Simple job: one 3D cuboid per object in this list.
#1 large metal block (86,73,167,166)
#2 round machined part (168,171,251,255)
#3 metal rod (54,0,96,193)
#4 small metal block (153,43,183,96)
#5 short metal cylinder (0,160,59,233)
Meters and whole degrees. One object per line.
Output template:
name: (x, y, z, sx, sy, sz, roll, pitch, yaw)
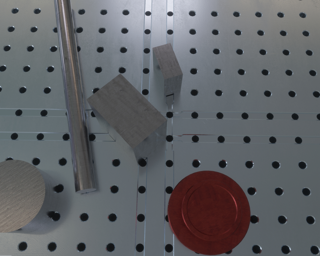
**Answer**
large metal block: (-0.038, -0.007, 0.385, 0.050, 0.080, 0.080, -41, 75, -13)
round machined part: (0.058, 0.098, 0.367, 0.099, 0.042, 0.098, 0, 70, 0)
metal rod: (-0.122, -0.060, 0.432, 0.025, 0.025, 0.299, -11, 70, -4)
small metal block: (0.010, -0.079, 0.428, 0.025, 0.050, 0.050, -17, 71, -6)
short metal cylinder: (-0.168, 0.082, 0.367, 0.081, 0.050, 0.080, 0, 70, 0)
